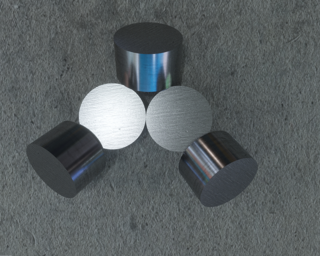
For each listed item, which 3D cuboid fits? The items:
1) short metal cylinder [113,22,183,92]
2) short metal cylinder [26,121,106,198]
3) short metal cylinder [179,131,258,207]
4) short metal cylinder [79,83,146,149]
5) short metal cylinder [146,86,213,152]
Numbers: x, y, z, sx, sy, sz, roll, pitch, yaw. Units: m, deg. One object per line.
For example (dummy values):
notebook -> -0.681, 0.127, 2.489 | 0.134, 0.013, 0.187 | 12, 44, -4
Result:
short metal cylinder -> -0.014, -0.088, 0.377 | 0.081, 0.080, 0.050 | 2, 133, 0
short metal cylinder -> -0.113, 0.038, 0.376 | 0.080, 0.080, 0.050 | 46, 50, 0
short metal cylinder -> 0.070, 0.050, 0.378 | 0.080, 0.080, 0.050 | -37, 49, 0
short metal cylinder -> -0.057, -0.014, 0.398 | 0.081, 0.050, 0.080 | 0, 90, 0
short metal cylinder -> 0.023, -0.011, 0.398 | 0.081, 0.050, 0.080 | 0, 90, 0
